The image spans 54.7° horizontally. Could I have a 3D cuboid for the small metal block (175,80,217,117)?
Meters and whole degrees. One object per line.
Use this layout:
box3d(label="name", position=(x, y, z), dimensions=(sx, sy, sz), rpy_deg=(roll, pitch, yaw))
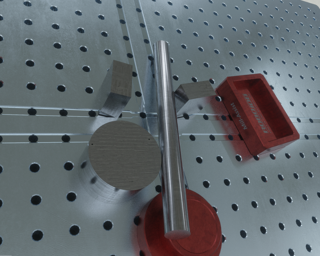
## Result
box3d(label="small metal block", position=(0.043, -0.040, 0.440), dimensions=(0.050, 0.050, 0.025), rpy_deg=(-13, 69, -33))

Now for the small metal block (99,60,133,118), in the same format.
box3d(label="small metal block", position=(-0.056, -0.048, 0.391), dimensions=(0.025, 0.050, 0.050), rpy_deg=(13, 57, -21))

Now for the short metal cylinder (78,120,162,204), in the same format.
box3d(label="short metal cylinder", position=(-0.045, 0.038, 0.344), dimensions=(0.081, 0.050, 0.080), rpy_deg=(13, 56, -21))

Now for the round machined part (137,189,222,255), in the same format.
box3d(label="round machined part", position=(0.028, 0.113, 0.343), dimensions=(0.099, 0.042, 0.098), rpy_deg=(14, 56, -21))

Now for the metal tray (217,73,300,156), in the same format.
box3d(label="metal tray", position=(0.160, -0.026, 0.506), dimensions=(0.091, 0.030, 0.130), rpy_deg=(-11, 68, -33))

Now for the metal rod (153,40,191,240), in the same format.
box3d(label="metal rod", position=(0.009, -0.013, 0.390), dimensions=(0.025, 0.025, 0.300), rpy_deg=(14, 47, -20))
